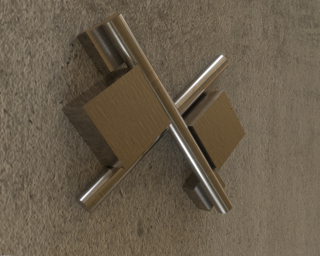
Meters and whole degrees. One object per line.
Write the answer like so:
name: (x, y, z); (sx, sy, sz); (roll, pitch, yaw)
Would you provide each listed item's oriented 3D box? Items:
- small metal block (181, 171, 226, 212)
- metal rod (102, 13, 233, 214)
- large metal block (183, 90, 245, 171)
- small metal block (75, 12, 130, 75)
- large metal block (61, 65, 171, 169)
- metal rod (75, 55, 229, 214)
small metal block: (0.066, 0.087, 0.462); (0.050, 0.025, 0.050); (-51, 120, -28)
metal rod: (0.021, 0.000, 0.390); (0.025, 0.025, 0.299); (-47, 118, -30)
large metal block: (0.069, 0.003, 0.447); (0.080, 0.050, 0.080); (-47, 118, -30)
small metal block: (-0.059, -0.097, 0.357); (0.050, 0.025, 0.050); (-45, 117, -31)
large metal block: (-0.046, -0.013, 0.349); (0.080, 0.050, 0.080); (-45, 117, -31)
metal rod: (0.007, -0.010, 0.412); (0.301, 0.025, 0.025); (-46, 118, -30)
